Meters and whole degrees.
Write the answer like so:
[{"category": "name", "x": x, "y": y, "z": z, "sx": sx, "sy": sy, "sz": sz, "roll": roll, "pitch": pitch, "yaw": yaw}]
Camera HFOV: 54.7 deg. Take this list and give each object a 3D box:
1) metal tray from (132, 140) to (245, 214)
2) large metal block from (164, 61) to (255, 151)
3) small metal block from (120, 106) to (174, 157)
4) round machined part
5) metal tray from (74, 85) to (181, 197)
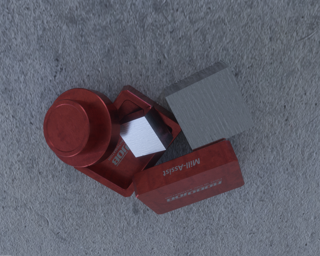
[{"category": "metal tray", "x": 0.040, "y": 0.069, "z": 0.410, "sx": 0.130, "sy": 0.030, "sz": 0.090, "roll": -21, "pitch": 145, "yaw": 8}, {"category": "large metal block", "x": 0.060, "y": -0.028, "z": 0.388, "sx": 0.080, "sy": 0.050, "sz": 0.080, "roll": -25, "pitch": 108, "yaw": 9}, {"category": "small metal block", "x": -0.020, "y": 0.006, "z": 0.388, "sx": 0.050, "sy": 0.025, "sz": 0.050, "roll": -17, "pitch": 114, "yaw": 36}, {"category": "round machined part", "x": -0.102, "y": 0.000, "z": 0.378, "sx": 0.098, "sy": 0.042, "sz": 0.097, "roll": 1, "pitch": 91, "yaw": 24}, {"category": "metal tray", "x": -0.044, "y": 0.020, "z": 0.414, "sx": 0.090, "sy": 0.030, "sz": 0.129, "roll": 33, "pitch": 107, "yaw": -12}]
